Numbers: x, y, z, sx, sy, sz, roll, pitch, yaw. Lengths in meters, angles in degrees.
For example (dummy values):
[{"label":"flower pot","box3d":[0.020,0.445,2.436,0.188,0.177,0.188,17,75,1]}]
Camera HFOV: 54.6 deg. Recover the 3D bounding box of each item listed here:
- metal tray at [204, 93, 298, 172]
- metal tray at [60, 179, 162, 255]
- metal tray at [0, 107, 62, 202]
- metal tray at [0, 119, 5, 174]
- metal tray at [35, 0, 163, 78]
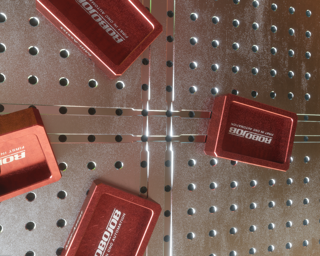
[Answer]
[{"label":"metal tray","box3d":[0.137,0.008,0.459,0.131,0.030,0.090,13,86,-20]},{"label":"metal tray","box3d":[-0.064,0.140,0.386,0.090,0.030,0.130,25,82,-18]},{"label":"metal tray","box3d":[-0.178,0.038,0.317,0.131,0.030,0.090,-19,136,-19]},{"label":"metal tray","box3d":[-0.214,0.046,0.310,0.091,0.030,0.130,9,76,-10]},{"label":"metal tray","box3d":[-0.072,-0.137,0.382,0.130,0.030,0.090,44,76,-15]}]
